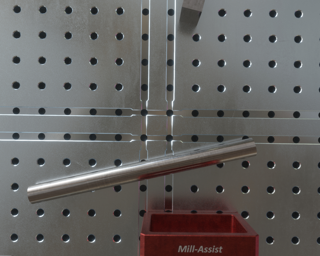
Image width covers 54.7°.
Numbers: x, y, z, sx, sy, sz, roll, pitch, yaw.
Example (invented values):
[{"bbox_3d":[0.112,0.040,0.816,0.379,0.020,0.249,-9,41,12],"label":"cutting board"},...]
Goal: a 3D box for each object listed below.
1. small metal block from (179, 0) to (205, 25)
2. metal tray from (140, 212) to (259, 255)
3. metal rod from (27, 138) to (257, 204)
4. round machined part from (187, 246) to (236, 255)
[{"bbox_3d":[0.045,-0.168,0.401,0.025,0.050,0.050,14,90,0],"label":"small metal block"},{"bbox_3d":[0.044,0.131,0.381,0.131,0.090,0.030,1,90,0],"label":"metal tray"},{"bbox_3d":[-0.023,0.057,0.413,0.302,0.025,0.025,-12,90,0],"label":"metal rod"},{"bbox_3d":[0.071,0.211,0.406,0.099,0.042,0.097,0,90,0],"label":"round machined part"}]
